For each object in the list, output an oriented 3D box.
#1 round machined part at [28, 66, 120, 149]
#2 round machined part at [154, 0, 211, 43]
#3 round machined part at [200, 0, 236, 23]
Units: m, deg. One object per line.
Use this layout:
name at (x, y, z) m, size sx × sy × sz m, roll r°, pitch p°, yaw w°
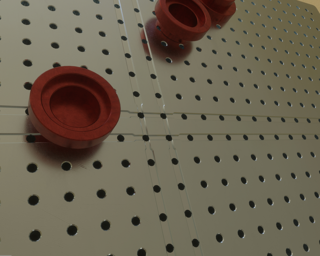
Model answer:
round machined part at (-0.099, -0.020, 0.357) m, size 0.099 × 0.042 × 0.098 m, roll 14°, pitch 56°, yaw -21°
round machined part at (0.035, -0.186, 0.532) m, size 0.099 × 0.042 × 0.098 m, roll 14°, pitch 56°, yaw -21°
round machined part at (0.113, -0.263, 0.621) m, size 0.099 × 0.042 × 0.098 m, roll 14°, pitch 56°, yaw -21°
